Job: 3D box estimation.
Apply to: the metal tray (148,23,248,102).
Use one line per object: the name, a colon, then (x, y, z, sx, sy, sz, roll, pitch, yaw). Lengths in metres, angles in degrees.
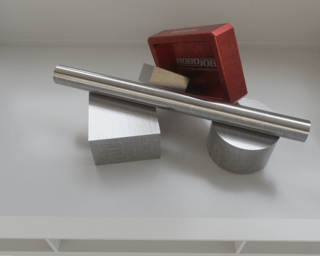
metal tray: (0.044, -0.081, 0.397, 0.030, 0.090, 0.130, -33, 28, -26)

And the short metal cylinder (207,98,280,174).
short metal cylinder: (0.101, 0.009, 0.381, 0.081, 0.050, 0.080, 0, 50, 0)

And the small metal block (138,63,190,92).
small metal block: (0.004, -0.065, 0.414, 0.050, 0.025, 0.050, 15, 10, -22)

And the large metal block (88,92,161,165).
large metal block: (-0.045, -0.004, 0.390, 0.081, 0.050, 0.080, -6, 50, -6)

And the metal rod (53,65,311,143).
metal rod: (0.015, -0.032, 0.364, 0.301, 0.025, 0.025, 14, 51, 11)
